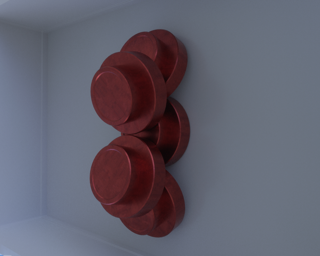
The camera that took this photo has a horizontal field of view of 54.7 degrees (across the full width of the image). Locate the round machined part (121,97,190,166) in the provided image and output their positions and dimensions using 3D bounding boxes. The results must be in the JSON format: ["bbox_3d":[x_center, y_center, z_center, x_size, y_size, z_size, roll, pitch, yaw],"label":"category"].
[{"bbox_3d":[-0.013,0.004,0.405,0.098,0.042,0.097,-1,88,40],"label":"round machined part"}]

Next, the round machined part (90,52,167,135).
[{"bbox_3d":[-0.044,-0.039,0.363,0.098,0.042,0.097,12,110,37],"label":"round machined part"}]

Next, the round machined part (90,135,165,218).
[{"bbox_3d":[-0.045,0.055,0.364,0.098,0.042,0.098,-11,72,37],"label":"round machined part"}]

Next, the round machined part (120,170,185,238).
[{"bbox_3d":[-0.020,0.095,0.393,0.098,0.042,0.097,15,114,36],"label":"round machined part"}]

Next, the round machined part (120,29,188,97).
[{"bbox_3d":[-0.017,-0.082,0.394,0.098,0.042,0.098,-15,65,35],"label":"round machined part"}]
